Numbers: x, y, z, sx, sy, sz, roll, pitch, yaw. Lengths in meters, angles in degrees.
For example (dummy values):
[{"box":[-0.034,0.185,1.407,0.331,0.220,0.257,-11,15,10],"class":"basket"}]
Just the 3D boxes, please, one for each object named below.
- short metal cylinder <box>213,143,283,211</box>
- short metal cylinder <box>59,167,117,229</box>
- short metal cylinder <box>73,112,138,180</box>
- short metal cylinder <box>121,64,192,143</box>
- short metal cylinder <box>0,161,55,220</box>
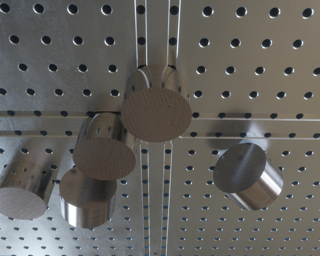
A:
[{"box":[0.123,0.068,0.434,0.080,0.080,0.050,-32,123,24],"class":"short metal cylinder"},{"box":[-0.106,0.100,0.460,0.081,0.080,0.050,7,130,-6],"class":"short metal cylinder"},{"box":[-0.071,0.025,0.416,0.081,0.050,0.079,0,130,0],"class":"short metal cylinder"},{"box":[-0.004,-0.029,0.371,0.081,0.050,0.079,0,130,0],"class":"short metal cylinder"},{"box":[-0.209,0.097,0.475,0.081,0.050,0.079,0,130,0],"class":"short metal cylinder"}]
